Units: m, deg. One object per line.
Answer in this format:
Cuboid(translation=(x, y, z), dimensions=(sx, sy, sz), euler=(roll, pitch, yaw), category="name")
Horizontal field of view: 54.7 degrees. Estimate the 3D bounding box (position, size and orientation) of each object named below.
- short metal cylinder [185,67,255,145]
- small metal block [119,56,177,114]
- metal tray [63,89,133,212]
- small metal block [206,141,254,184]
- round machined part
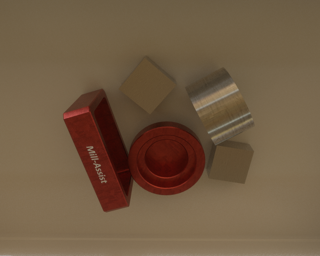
Cuboid(translation=(0.071, -0.026, 0.372), dimensions=(0.050, 0.080, 0.080), euler=(-28, 108, 9), category="short metal cylinder")
Cuboid(translation=(-0.015, -0.054, 0.389), dimensions=(0.050, 0.025, 0.050), euler=(39, 106, -12), category="small metal block")
Cuboid(translation=(-0.069, 0.025, 0.383), dimensions=(0.030, 0.090, 0.129), euler=(-16, 109, 6), category="metal tray")
Cuboid(translation=(0.096, 0.046, 0.428), dimensions=(0.050, 0.025, 0.050), euler=(9, 109, -3), category="small metal block")
Cuboid(translation=(0.008, 0.037, 0.413), dimensions=(0.099, 0.042, 0.097), euler=(0, 110, -1), category="round machined part")
